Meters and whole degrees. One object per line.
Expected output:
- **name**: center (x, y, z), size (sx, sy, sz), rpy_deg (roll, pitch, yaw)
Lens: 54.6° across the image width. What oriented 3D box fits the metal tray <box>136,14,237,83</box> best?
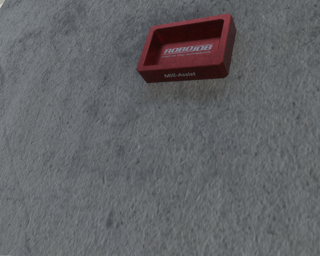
- **metal tray**: center (0.038, -0.114, 0.451), size (0.130, 0.030, 0.090), rpy_deg (1, 62, 28)
